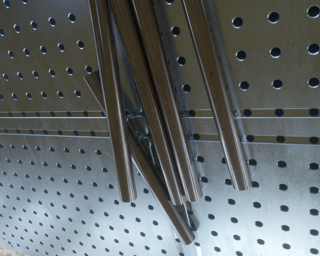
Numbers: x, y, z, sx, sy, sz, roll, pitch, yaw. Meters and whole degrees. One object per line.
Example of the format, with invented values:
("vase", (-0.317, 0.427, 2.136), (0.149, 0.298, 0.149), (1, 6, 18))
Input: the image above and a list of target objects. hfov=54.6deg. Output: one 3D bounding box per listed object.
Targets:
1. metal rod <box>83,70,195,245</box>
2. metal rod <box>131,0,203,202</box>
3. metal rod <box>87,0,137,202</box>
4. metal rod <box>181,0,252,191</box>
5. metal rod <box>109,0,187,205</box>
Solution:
("metal rod", (-0.024, 0.053, 0.456), (0.025, 0.025, 0.299), (-17, 110, 35))
("metal rod", (0.012, -0.033, 0.384), (0.025, 0.025, 0.299), (-2, 118, 29))
("metal rod", (-0.059, -0.037, 0.396), (0.025, 0.025, 0.298), (5, 114, 26))
("metal rod", (0.060, -0.057, 0.344), (0.025, 0.025, 0.299), (-6, 116, 31))
("metal rod", (-0.010, -0.024, 0.401), (0.025, 0.025, 0.299), (-2, 118, 29))
